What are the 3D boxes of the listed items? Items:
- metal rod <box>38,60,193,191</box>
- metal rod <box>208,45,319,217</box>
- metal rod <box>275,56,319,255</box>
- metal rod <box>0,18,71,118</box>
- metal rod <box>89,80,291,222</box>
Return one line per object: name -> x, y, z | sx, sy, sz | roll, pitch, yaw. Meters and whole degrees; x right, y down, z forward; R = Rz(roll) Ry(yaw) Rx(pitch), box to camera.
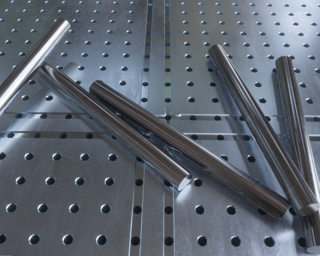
metal rod -> -0.079, -0.018, 0.421 | 0.300, 0.025, 0.025 | 37, 59, 26
metal rod -> 0.121, -0.023, 0.414 | 0.025, 0.025, 0.300 | -8, 46, -7
metal rod -> 0.179, 0.008, 0.403 | 0.025, 0.025, 0.300 | 6, 50, 5
metal rod -> -0.208, -0.050, 0.424 | 0.025, 0.025, 0.300 | 16, 58, 13
metal rod -> 0.020, 0.016, 0.394 | 0.300, 0.025, 0.025 | 33, 57, 24
